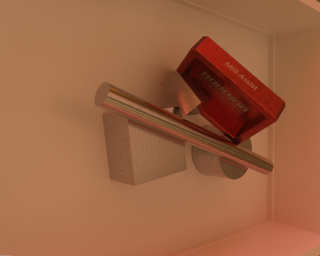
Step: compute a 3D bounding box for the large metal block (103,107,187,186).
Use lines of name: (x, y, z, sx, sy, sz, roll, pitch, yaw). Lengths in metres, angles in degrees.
large metal block: (-0.017, 0.018, 0.377, 0.081, 0.050, 0.079, -10, 97, -40)

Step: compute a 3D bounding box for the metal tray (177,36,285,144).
metal tray: (0.080, -0.044, 0.400, 0.130, 0.090, 0.030, 41, 60, 0)

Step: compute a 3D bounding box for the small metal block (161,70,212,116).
small metal block: (0.035, -0.044, 0.392, 0.050, 0.025, 0.050, 54, 21, 12)

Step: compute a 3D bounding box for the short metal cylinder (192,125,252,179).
short metal cylinder: (0.095, 0.035, 0.471, 0.081, 0.050, 0.079, 0, 90, -40)

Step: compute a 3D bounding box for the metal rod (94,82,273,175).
metal rod: (0.054, 0.014, 0.386, 0.302, 0.025, 0.025, 23, 76, -38)
